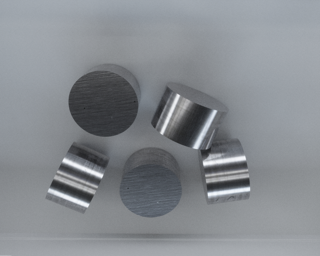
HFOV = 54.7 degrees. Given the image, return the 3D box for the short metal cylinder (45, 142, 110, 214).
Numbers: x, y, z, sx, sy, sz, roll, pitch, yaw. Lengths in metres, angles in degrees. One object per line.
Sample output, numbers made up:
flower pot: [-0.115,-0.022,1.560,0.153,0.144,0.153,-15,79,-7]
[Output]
short metal cylinder: [-0.105,0.064,0.402,0.050,0.080,0.080,26,108,-10]

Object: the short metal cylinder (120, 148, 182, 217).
short metal cylinder: [-0.012,0.074,0.423,0.081,0.050,0.079,0,110,-1]

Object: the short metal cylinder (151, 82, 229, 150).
short metal cylinder: [0.036,-0.016,0.376,0.080,0.080,0.050,20,109,-8]

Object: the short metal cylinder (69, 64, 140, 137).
short metal cylinder: [-0.066,-0.035,0.382,0.081,0.050,0.079,0,110,-1]

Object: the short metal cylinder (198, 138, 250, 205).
short metal cylinder: [0.080,0.056,0.402,0.050,0.080,0.079,-8,110,3]
